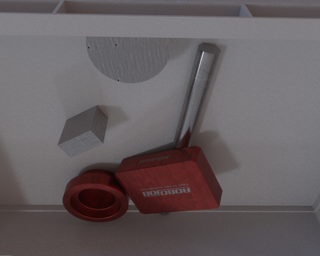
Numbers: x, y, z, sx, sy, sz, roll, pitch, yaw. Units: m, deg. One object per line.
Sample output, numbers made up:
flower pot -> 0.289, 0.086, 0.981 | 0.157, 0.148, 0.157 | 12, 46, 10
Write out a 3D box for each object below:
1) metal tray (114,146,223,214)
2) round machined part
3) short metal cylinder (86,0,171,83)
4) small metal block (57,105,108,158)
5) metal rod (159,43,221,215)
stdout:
metal tray -> 0.011, 0.078, 0.441 | 0.130, 0.030, 0.090 | -13, 120, 29
round machined part -> -0.097, 0.102, 0.483 | 0.099, 0.042, 0.097 | -1, 130, 0
short metal cylinder -> -0.030, -0.093, 0.313 | 0.081, 0.050, 0.079 | 0, 130, 0
small metal block -> -0.097, 0.004, 0.395 | 0.050, 0.050, 0.025 | -23, 127, 18
metal rod -> 0.030, 0.026, 0.431 | 0.025, 0.025, 0.298 | 7, 130, -6
